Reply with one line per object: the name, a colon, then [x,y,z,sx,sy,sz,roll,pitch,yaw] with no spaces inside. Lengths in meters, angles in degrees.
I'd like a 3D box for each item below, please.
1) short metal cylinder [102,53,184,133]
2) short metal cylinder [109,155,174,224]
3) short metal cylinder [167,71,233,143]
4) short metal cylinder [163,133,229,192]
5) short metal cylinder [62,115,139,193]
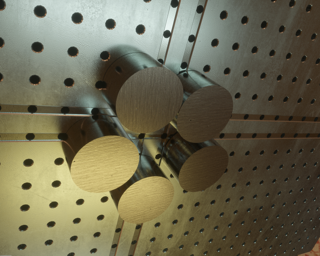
short metal cylinder: [-0.020,-0.041,0.358,0.081,0.050,0.079,-14,125,-21]
short metal cylinder: [-0.027,0.085,0.431,0.081,0.050,0.079,-13,124,-21]
short metal cylinder: [0.046,-0.028,0.402,0.081,0.050,0.079,-14,124,-21]
short metal cylinder: [0.051,0.046,0.450,0.081,0.050,0.079,-14,126,-20]
short metal cylinder: [-0.072,0.031,0.374,0.081,0.050,0.079,-14,125,-21]
